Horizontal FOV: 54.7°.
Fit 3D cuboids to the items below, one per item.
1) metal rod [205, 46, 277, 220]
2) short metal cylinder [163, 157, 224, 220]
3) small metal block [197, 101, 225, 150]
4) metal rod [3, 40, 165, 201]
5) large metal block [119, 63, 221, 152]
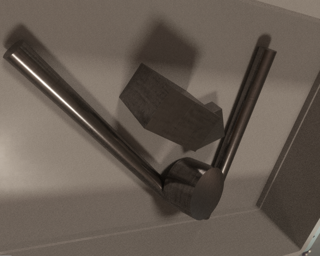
[{"bbox_3d":[0.112,0.023,0.486,0.025,0.025,0.298,1,118,-29],"label":"metal rod"},{"bbox_3d":[0.051,0.089,0.460,0.081,0.050,0.079,-19,117,-42],"label":"short metal cylinder"},{"bbox_3d":[0.063,-0.003,0.443,0.050,0.025,0.050,-25,128,-14],"label":"small metal block"},{"bbox_3d":[-0.062,0.014,0.384,0.025,0.025,0.300,-41,130,-1],"label":"metal rod"},{"bbox_3d":[0.010,-0.025,0.365,0.080,0.080,0.050,26,104,-38],"label":"large metal block"}]
